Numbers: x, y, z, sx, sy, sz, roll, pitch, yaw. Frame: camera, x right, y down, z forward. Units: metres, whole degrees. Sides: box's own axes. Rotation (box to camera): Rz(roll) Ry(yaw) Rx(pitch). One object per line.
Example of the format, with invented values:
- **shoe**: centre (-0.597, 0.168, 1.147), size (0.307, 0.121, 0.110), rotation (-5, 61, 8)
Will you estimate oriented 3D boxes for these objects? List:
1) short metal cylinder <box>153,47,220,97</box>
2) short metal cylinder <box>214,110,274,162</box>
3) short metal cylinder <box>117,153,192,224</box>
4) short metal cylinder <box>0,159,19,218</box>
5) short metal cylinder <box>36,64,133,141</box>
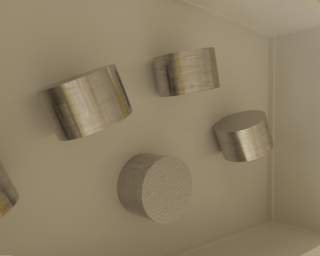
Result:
- **short metal cylinder**: centre (0.034, -0.072, 0.401), size (0.081, 0.080, 0.050), rotation (-17, 101, -39)
- **short metal cylinder**: centre (0.130, 0.011, 0.483), size (0.081, 0.080, 0.050), rotation (-33, 111, -35)
- **short metal cylinder**: centre (-0.006, 0.073, 0.388), size (0.081, 0.050, 0.079), rotation (0, 90, -40)
- **short metal cylinder**: centre (-0.160, 0.050, 0.238), size (0.081, 0.080, 0.050), rotation (-32, 110, -36)
- **short metal cylinder**: centre (-0.074, -0.027, 0.310), size (0.081, 0.080, 0.050), rotation (-31, 110, -36)
